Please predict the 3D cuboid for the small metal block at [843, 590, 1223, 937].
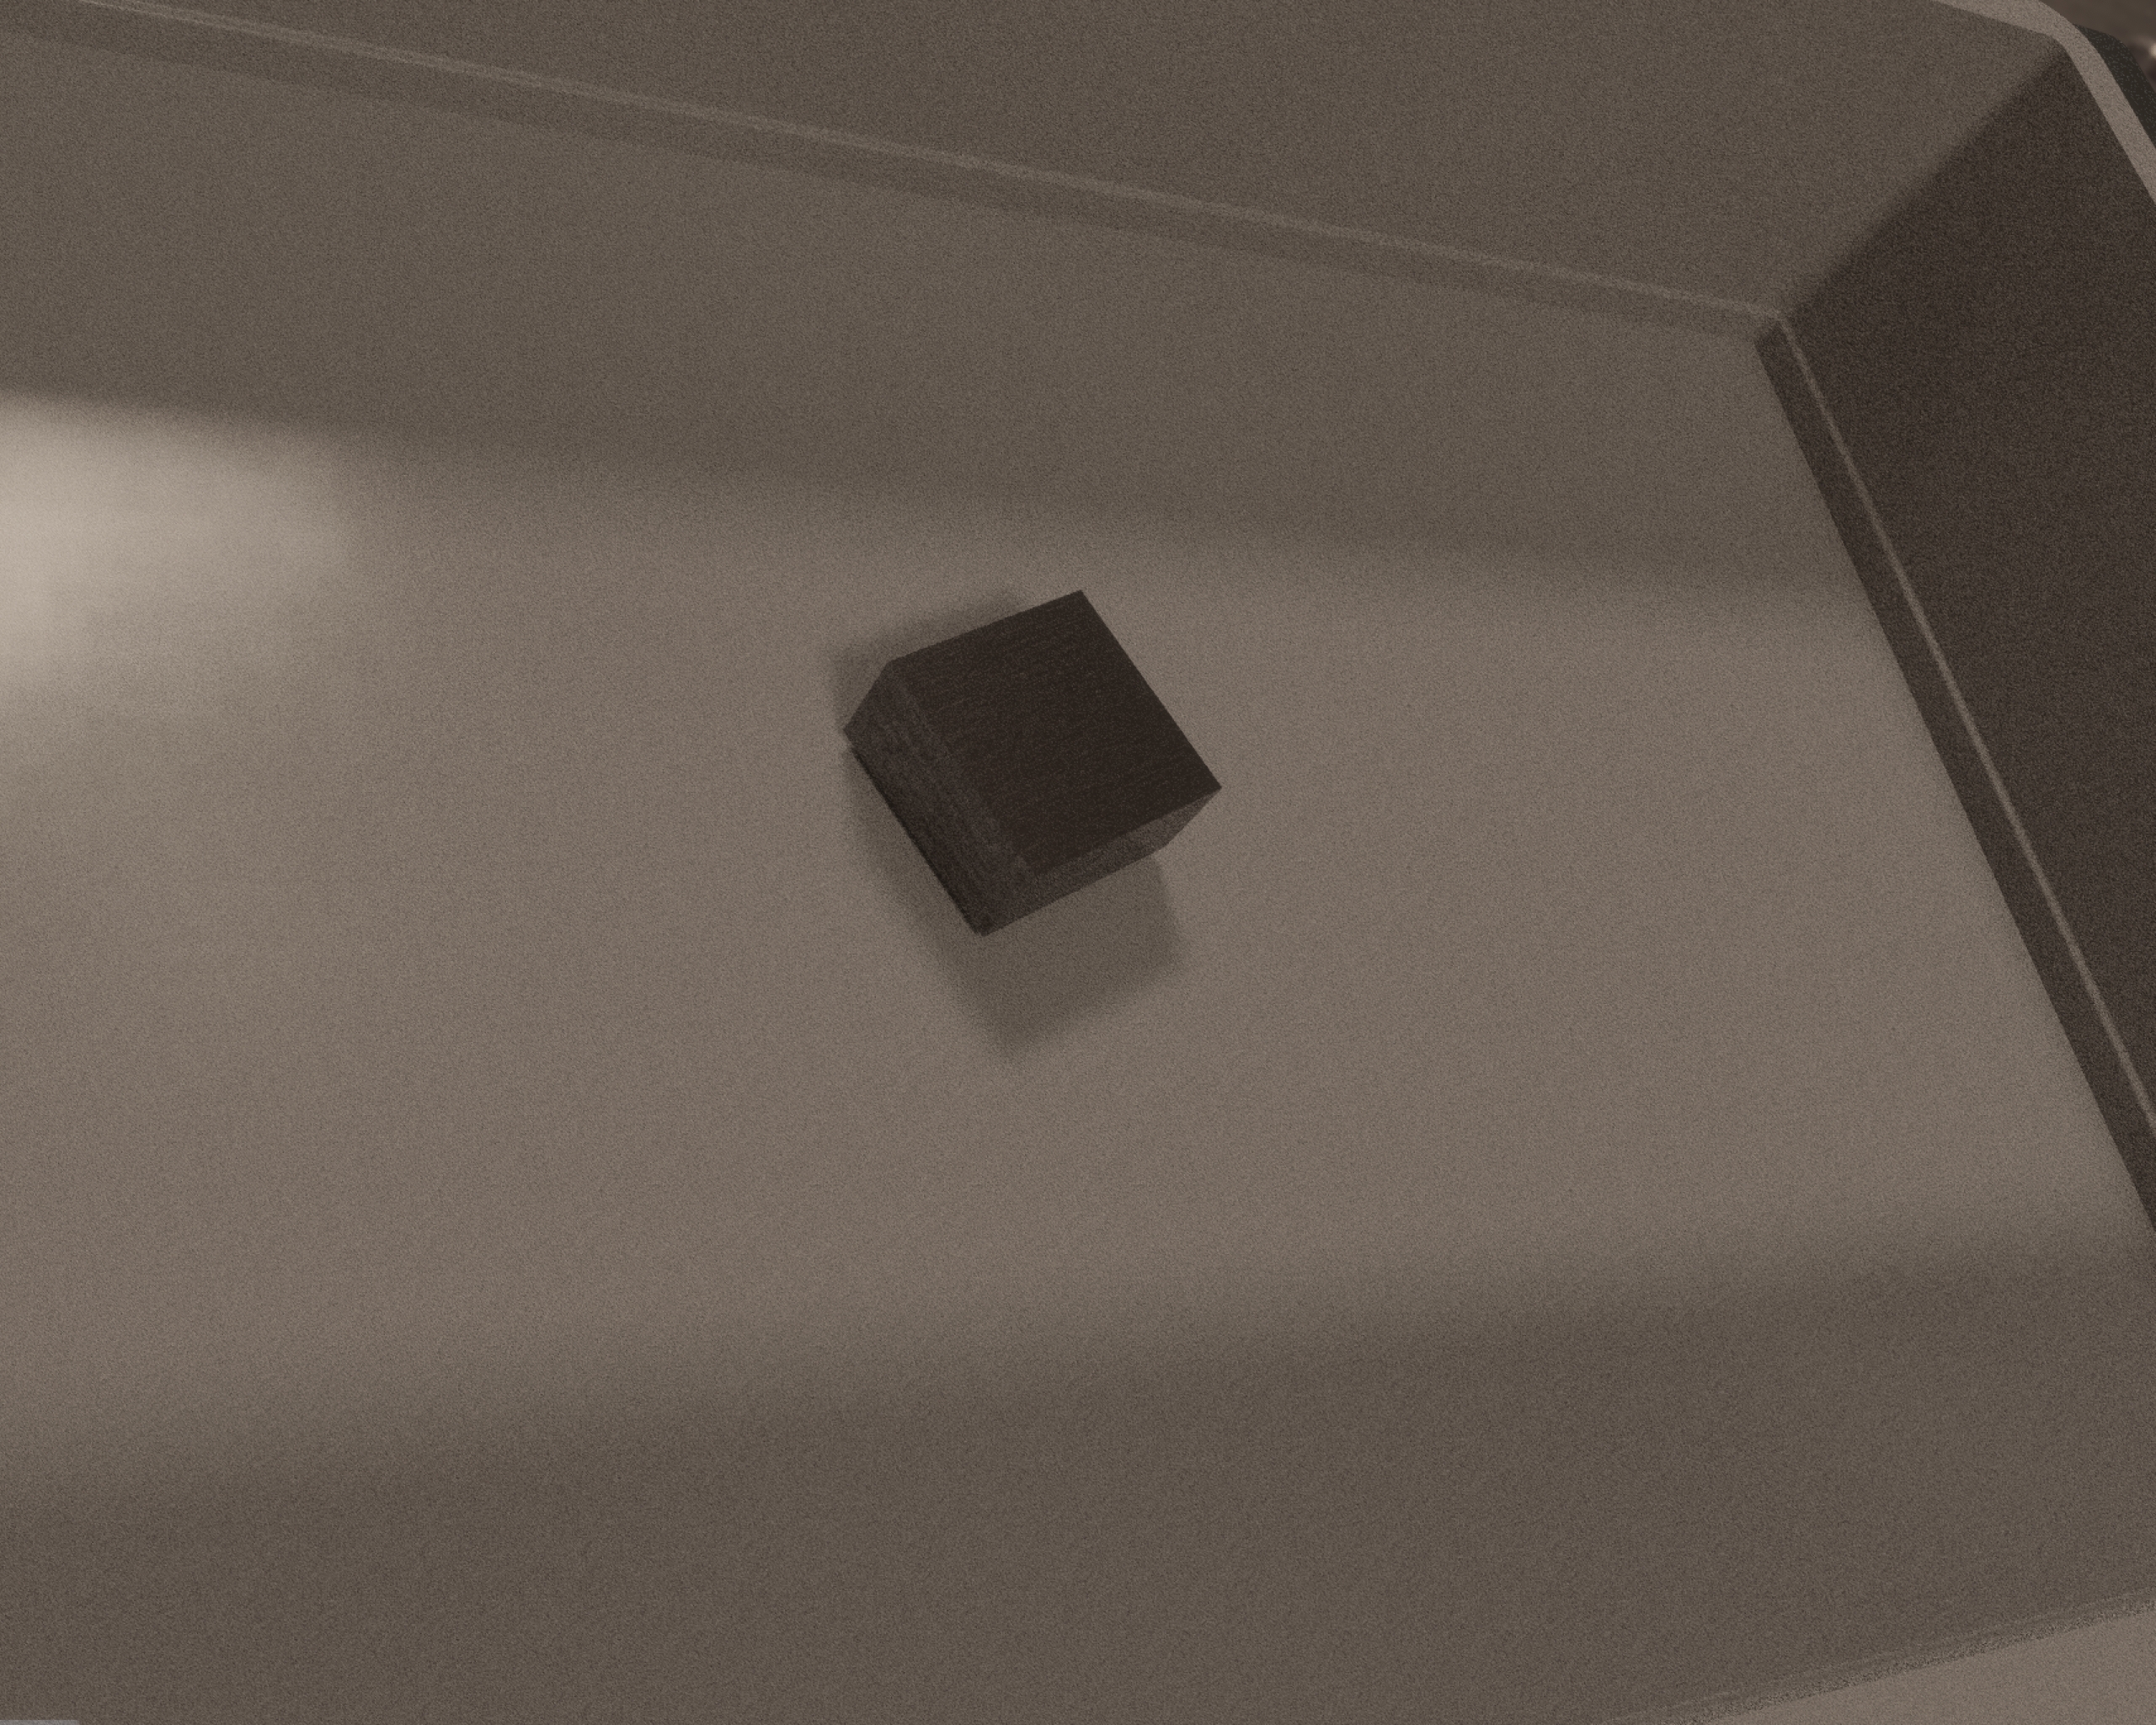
[{"bbox_3d":[-0.009,-0.020,0.410,0.050,0.025,0.050,-26,76,-37],"label":"small metal block"}]
